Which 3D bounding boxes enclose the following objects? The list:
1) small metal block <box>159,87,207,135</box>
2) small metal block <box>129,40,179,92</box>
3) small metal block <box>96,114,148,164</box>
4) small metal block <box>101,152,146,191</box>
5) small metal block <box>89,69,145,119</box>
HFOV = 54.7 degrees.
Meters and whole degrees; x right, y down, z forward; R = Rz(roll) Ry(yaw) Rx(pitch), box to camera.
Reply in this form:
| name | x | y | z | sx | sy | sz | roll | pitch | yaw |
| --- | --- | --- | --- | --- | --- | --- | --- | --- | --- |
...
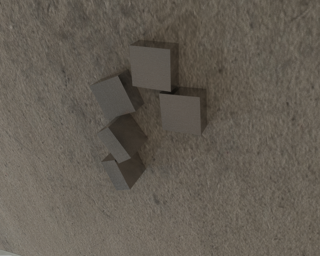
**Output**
| name | x | y | z | sx | sy | sz | roll | pitch | yaw |
| --- | --- | --- | --- | --- | --- | --- | --- | --- | --- |
| small metal block | 0.029 | -0.022 | 0.377 | 0.050 | 0.025 | 0.050 | 8 | 122 | 23 |
| small metal block | -0.006 | -0.074 | 0.363 | 0.050 | 0.025 | 0.050 | 11 | 123 | 21 |
| small metal block | -0.050 | 0.011 | 0.423 | 0.025 | 0.050 | 0.050 | -26 | 104 | 37 |
| small metal block | -0.051 | 0.055 | 0.450 | 0.025 | 0.050 | 0.050 | -11 | 113 | 32 |
| small metal block | -0.056 | -0.044 | 0.408 | 0.050 | 0.025 | 0.050 | -13 | 112 | 33 |
